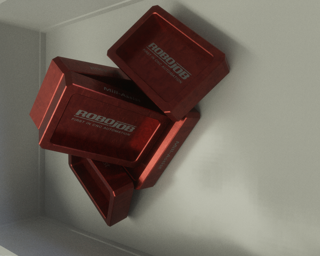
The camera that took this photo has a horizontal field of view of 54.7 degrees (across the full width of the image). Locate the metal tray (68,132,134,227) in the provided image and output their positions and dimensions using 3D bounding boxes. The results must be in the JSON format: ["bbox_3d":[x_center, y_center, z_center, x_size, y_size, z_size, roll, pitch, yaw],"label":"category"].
[{"bbox_3d":[-0.091,0.067,0.451,0.130,0.030,0.089,47,142,29],"label":"metal tray"}]

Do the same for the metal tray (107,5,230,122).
[{"bbox_3d":[0.006,-0.081,0.372,0.090,0.030,0.130,-44,60,2],"label":"metal tray"}]

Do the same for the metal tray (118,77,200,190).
[{"bbox_3d":[-0.016,0.006,0.412,0.090,0.030,0.129,46,117,29],"label":"metal tray"}]

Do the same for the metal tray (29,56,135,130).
[{"bbox_3d":[-0.090,-0.038,0.407,0.030,0.131,0.089,48,119,30],"label":"metal tray"}]

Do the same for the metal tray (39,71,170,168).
[{"bbox_3d":[-0.065,-0.004,0.372,0.089,0.131,0.030,-57,34,24],"label":"metal tray"}]
